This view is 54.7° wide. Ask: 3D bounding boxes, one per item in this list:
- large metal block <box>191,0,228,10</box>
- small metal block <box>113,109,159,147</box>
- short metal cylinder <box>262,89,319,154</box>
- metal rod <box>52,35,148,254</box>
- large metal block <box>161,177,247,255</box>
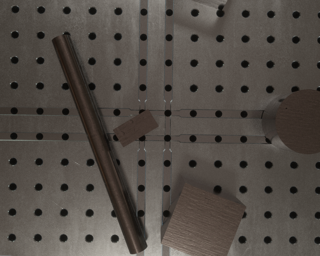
[{"bbox_3d":[0.060,-0.212,0.402,0.080,0.050,0.080,19,90,-1],"label":"large metal block"},{"bbox_3d":[-0.029,0.000,0.401,0.050,0.050,0.025,-31,90,0],"label":"small metal block"},{"bbox_3d":[0.181,-0.008,0.403,0.081,0.050,0.079,0,90,-1],"label":"short metal cylinder"},{"bbox_3d":[-0.080,0.022,0.412,0.025,0.025,0.299,-20,90,0],"label":"metal rod"},{"bbox_3d":[0.053,0.118,0.402,0.080,0.050,0.080,22,90,-1],"label":"large metal block"}]
